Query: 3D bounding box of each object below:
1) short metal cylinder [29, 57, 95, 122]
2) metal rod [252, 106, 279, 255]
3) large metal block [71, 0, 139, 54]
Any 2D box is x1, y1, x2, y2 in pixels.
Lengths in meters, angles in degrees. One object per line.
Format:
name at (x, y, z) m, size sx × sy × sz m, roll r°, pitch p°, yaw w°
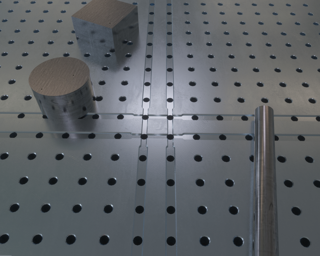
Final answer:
short metal cylinder at (-0.135, -0.055, 0.437) m, size 0.081 × 0.050 × 0.080 m, roll 0°, pitch 50°, yaw 0°
metal rod at (0.113, 0.090, 0.332) m, size 0.025 × 0.025 × 0.300 m, roll 9°, pitch 51°, yaw 7°
large metal block at (-0.093, -0.183, 0.544) m, size 0.080 × 0.050 × 0.080 m, roll 22°, pitch 53°, yaw 17°
